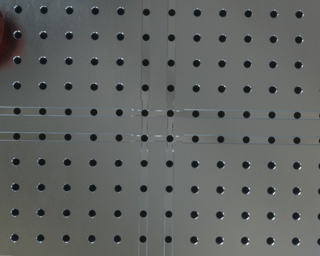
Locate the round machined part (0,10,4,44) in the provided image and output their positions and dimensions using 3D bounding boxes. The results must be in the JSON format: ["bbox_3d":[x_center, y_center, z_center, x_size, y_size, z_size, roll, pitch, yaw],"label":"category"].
[{"bbox_3d":[-0.251,-0.132,0.403,0.099,0.042,0.097,0,90,0],"label":"round machined part"}]
